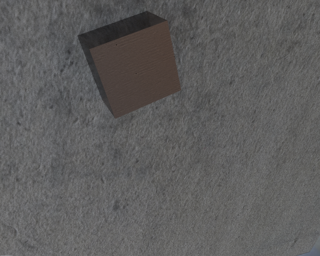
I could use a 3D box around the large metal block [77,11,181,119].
[{"bbox_3d":[-0.031,-0.069,0.333,0.081,0.050,0.080,-25,128,-13],"label":"large metal block"}]
